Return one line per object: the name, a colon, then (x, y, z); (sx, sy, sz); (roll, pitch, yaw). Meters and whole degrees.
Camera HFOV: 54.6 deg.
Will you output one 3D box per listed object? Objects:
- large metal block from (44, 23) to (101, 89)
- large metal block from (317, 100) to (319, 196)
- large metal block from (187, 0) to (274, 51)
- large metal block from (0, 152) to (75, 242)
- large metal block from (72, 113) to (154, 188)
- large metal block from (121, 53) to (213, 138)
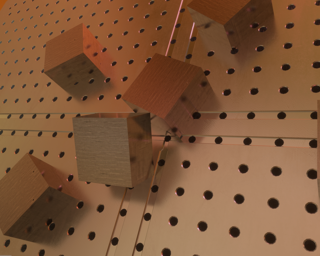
large metal block: (-0.156, -0.128, 0.554); (0.080, 0.050, 0.080); (-22, 53, 15)
large metal block: (0.188, 0.020, 0.281); (0.080, 0.050, 0.080); (0, 61, 28)
large metal block: (0.100, -0.170, 0.445); (0.080, 0.050, 0.080); (-43, 51, -1)
large metal block: (-0.180, 0.095, 0.430); (0.080, 0.050, 0.080); (-48, 51, -5)
large metal block: (-0.057, 0.023, 0.384); (0.080, 0.050, 0.080); (1, 100, 29)
large metal block: (0.010, -0.045, 0.416); (0.080, 0.050, 0.080); (28, 77, 37)
